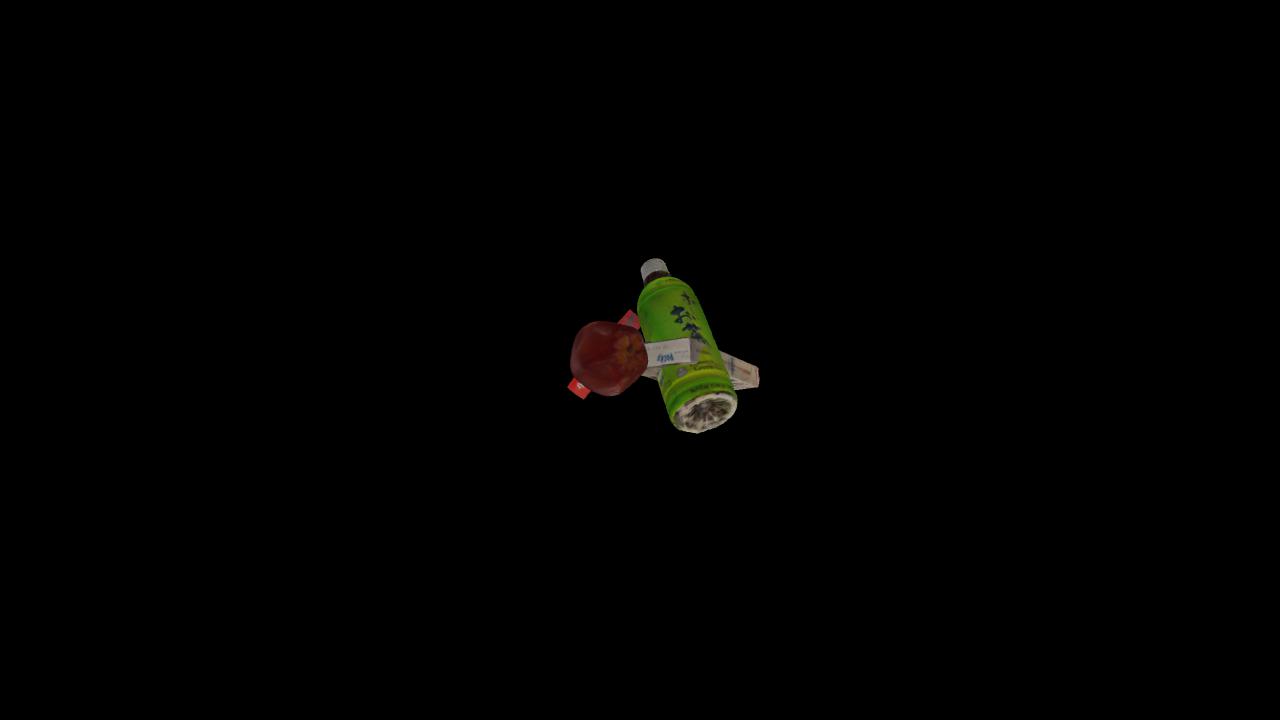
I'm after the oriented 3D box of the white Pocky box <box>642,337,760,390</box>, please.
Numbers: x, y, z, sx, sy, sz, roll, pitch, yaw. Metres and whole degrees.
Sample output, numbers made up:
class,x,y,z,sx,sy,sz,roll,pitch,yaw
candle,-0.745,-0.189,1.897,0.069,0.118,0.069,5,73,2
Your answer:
class,x,y,z,sx,sy,sz,roll,pitch,yaw
white Pocky box,0.058,0.009,0.661,0.084,0.028,0.154,-9,-17,34

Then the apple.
class,x,y,z,sx,sy,sz,roll,pitch,yaw
apple,-0.032,-0.004,0.630,0.079,0.079,0.093,0,-7,-26

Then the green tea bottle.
class,x,y,z,sx,sy,sz,roll,pitch,yaw
green tea bottle,0.038,-0.027,0.652,0.073,0.212,0.073,-12,-37,-9

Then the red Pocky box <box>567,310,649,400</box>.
class,x,y,z,sx,sy,sz,roll,pitch,yaw
red Pocky box,-0.039,-0.011,0.768,0.028,0.083,0.155,41,18,-5
